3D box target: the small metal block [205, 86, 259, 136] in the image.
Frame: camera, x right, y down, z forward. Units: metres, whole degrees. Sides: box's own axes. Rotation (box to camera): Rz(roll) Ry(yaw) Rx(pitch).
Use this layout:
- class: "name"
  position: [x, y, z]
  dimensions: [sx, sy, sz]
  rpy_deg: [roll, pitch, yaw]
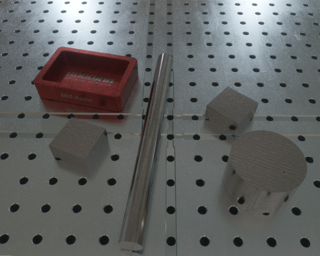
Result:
- class: "small metal block"
  position: [0.099, -0.024, 0.429]
  dimensions: [0.050, 0.025, 0.050]
  rpy_deg: [34, 58, 25]

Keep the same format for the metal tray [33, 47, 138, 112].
- class: "metal tray"
  position: [-0.108, -0.076, 0.467]
  dimensions: [0.131, 0.030, 0.090]
  rpy_deg: [11, 51, 9]

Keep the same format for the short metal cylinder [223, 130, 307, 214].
- class: "short metal cylinder"
  position: [0.116, 0.049, 0.351]
  dimensions: [0.080, 0.050, 0.080]
  rpy_deg: [0, 50, 0]

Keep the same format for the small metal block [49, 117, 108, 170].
- class: "small metal block"
  position: [-0.101, 0.019, 0.391]
  dimensions: [0.050, 0.025, 0.050]
  rpy_deg: [18, 52, 14]

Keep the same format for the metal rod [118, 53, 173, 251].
- class: "metal rod"
  position: [-0.010, 0.004, 0.404]
  dimensions: [0.025, 0.025, 0.300]
  rpy_deg: [6, 50, 5]
